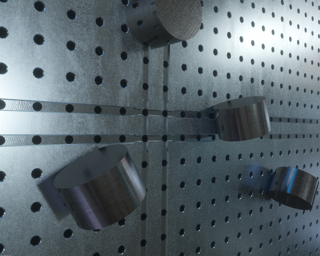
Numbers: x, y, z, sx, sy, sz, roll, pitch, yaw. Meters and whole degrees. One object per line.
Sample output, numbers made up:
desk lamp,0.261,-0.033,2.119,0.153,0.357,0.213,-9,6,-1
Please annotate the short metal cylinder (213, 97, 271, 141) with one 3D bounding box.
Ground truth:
short metal cylinder,0.127,-0.016,0.483,0.081,0.080,0.050,-22,105,-38

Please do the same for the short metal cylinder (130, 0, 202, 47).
short metal cylinder,0.009,-0.149,0.402,0.081,0.050,0.079,0,90,-40

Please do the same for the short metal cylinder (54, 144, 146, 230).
short metal cylinder,-0.061,0.059,0.324,0.081,0.080,0.050,-36,113,-34

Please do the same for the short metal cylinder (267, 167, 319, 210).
short metal cylinder,0.253,0.115,0.590,0.080,0.080,0.050,41,65,-33
